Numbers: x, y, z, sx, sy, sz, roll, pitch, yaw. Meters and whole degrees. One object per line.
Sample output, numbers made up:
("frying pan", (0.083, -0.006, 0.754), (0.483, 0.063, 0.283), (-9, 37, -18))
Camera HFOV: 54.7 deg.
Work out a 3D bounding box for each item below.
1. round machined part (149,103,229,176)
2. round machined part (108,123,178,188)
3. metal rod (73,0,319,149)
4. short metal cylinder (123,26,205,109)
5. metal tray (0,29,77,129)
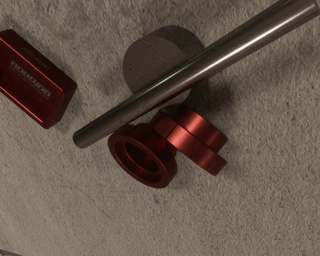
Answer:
("round machined part", (0.039, 0.008, 0.356), (0.098, 0.098, 0.042), (38, 93, 2))
("round machined part", (-0.018, 0.031, 0.411), (0.098, 0.042, 0.097), (27, 145, 21))
("metal rod", (0.004, -0.039, 0.314), (0.299, 0.025, 0.025), (-27, 104, 37))
("short metal cylinder", (0.006, -0.068, 0.344), (0.080, 0.050, 0.079), (13, 124, 20))
("metal tray", (-0.195, -0.070, 0.460), (0.130, 0.030, 0.089), (40, 129, 0))
